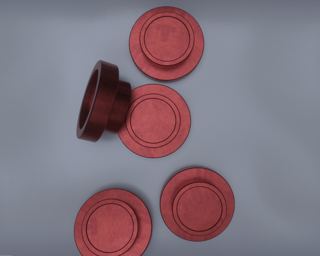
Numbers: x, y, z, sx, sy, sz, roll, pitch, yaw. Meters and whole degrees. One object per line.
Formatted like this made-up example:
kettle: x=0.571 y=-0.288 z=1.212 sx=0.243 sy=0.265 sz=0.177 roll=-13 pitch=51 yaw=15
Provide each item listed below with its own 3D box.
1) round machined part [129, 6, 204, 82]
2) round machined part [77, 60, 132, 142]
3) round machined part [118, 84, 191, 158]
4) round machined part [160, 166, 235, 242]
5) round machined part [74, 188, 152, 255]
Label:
round machined part: x=0.009 y=-0.111 z=0.403 sx=0.099 sy=0.042 sz=0.097 roll=0 pitch=90 yaw=-1
round machined part: x=-0.067 y=-0.030 z=0.378 sx=0.042 sy=0.098 sz=0.097 roll=16 pitch=90 yaw=-22
round machined part: x=-0.009 y=-0.009 z=0.403 sx=0.099 sy=0.042 sz=0.097 roll=0 pitch=90 yaw=-1
round machined part: x=0.049 y=0.100 z=0.404 sx=0.099 sy=0.042 sz=0.097 roll=0 pitch=90 yaw=-1
round machined part: x=-0.059 y=0.125 z=0.388 sx=0.099 sy=0.042 sz=0.098 roll=0 pitch=71 yaw=1
